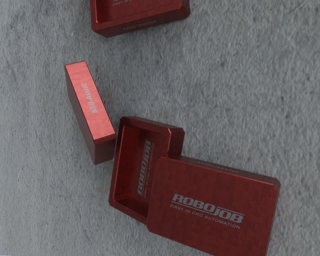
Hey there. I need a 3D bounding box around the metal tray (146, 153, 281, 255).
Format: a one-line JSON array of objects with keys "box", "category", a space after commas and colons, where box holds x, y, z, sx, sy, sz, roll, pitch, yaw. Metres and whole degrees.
[{"box": [0.054, 0.085, 0.336, 0.130, 0.030, 0.089, 12, 98, 25], "category": "metal tray"}]

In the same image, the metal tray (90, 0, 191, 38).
[{"box": [-0.030, -0.177, 0.403, 0.130, 0.030, 0.089, -6, 86, 25], "category": "metal tray"}]

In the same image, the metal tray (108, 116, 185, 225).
[{"box": [-0.021, 0.055, 0.416, 0.090, 0.030, 0.129, 15, 100, 38], "category": "metal tray"}]

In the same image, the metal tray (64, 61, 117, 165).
[{"box": [-0.103, -0.021, 0.454, 0.130, 0.030, 0.090, 65, 159, 20], "category": "metal tray"}]
